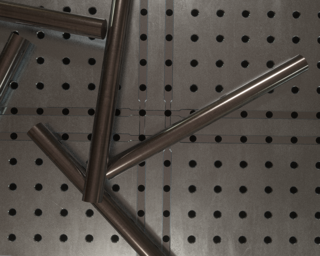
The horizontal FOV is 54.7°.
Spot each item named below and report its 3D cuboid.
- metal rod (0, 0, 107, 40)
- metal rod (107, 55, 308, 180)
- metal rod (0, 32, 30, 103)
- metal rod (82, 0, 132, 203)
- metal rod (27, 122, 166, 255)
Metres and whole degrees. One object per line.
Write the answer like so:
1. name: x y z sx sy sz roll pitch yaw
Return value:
1. metal rod: -0.217 -0.154 0.398 0.302 0.025 0.025 12 90 4
2. metal rod: 0.059 -0.014 0.414 0.301 0.025 0.025 -29 90 -1
3. metal rod: -0.250 0.013 0.410 0.025 0.025 0.299 26 90 -1
4. metal rod: -0.065 -0.056 0.399 0.025 0.025 0.298 8 85 -1
5. metal rod: -0.064 0.111 0.412 0.025 0.025 0.300 -43 91 0
